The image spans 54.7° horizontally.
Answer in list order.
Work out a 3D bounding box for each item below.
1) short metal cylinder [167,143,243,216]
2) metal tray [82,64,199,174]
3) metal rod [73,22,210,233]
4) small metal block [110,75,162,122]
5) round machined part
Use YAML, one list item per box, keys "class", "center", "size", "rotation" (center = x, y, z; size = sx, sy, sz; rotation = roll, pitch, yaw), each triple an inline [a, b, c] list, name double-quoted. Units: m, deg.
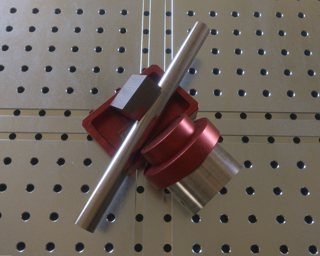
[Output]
- class: "short metal cylinder"
  center: [0.049, 0.056, 0.361]
  size: [0.080, 0.080, 0.050]
  rotation: [-42, 76, -14]
- class: "metal tray"
  center: [-0.024, -0.013, 0.413]
  size: [0.130, 0.030, 0.090]
  rotation: [-41, 76, -14]
- class: "metal rod"
  center: [-0.013, -0.015, 0.385]
  size: [0.025, 0.025, 0.300]
  rotation: [27, 72, 9]
- class: "small metal block"
  center: [-0.031, -0.039, 0.389]
  size: [0.025, 0.050, 0.050]
  rotation: [39, 82, -27]
- class: "round machined part"
  center: [0.017, 0.020, 0.355]
  size: [0.098, 0.098, 0.042]
  rotation: [-44, 98, -15]
